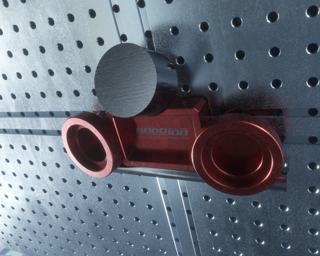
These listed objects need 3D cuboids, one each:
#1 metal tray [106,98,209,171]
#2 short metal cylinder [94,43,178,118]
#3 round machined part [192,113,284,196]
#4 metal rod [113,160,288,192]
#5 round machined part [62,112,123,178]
[{"bbox_3d":[0.001,0.009,0.407,0.130,0.030,0.089,1,120,27],"label":"metal tray"},{"bbox_3d":[-0.027,-0.052,0.353,0.080,0.050,0.079,1,93,28],"label":"short metal cylinder"},{"bbox_3d":[0.089,0.026,0.358,0.098,0.042,0.097,8,119,15],"label":"round machined part"},{"bbox_3d":[0.017,0.059,0.434,0.301,0.025,0.025,2,119,27],"label":"metal rod"},{"bbox_3d":[-0.092,0.020,0.450,0.098,0.042,0.097,18,126,28],"label":"round machined part"}]
